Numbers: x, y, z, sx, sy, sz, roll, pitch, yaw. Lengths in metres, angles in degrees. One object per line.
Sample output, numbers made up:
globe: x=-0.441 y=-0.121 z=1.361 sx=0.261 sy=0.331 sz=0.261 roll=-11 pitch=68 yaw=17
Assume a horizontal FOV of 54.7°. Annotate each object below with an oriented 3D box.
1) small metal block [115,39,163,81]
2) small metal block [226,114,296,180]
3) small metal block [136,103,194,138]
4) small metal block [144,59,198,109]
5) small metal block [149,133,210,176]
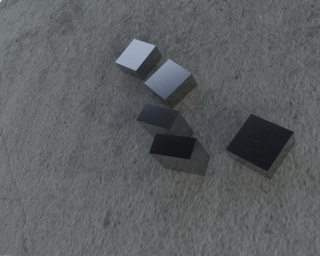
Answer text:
small metal block: x=-0.033 y=-0.108 z=0.486 sx=0.050 sy=0.025 sz=0.050 roll=28 pitch=77 yaw=37
small metal block: x=0.109 y=0.019 z=0.334 sx=0.050 sy=0.025 sz=0.050 roll=30 pitch=78 yaw=37
small metal block: x=0.007 y=-0.003 z=0.385 sx=0.050 sy=0.050 sz=0.025 roll=16 pitch=70 yaw=34
small metal block: x=0.015 y=-0.062 z=0.433 sx=0.050 sy=0.025 sz=0.050 roll=-45 pitch=51 yaw=-3
small metal block: x=0.024 y=0.031 z=0.356 sx=0.050 sy=0.050 sz=0.025 roll=6 pitch=65 yaw=30
